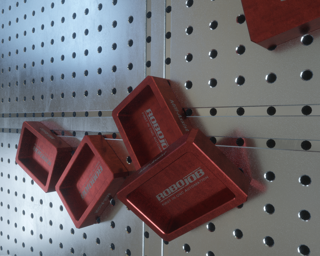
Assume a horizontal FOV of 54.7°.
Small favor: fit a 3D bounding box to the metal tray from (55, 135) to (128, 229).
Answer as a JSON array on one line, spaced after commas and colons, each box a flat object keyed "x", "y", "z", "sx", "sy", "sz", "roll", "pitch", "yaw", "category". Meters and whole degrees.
[{"x": -0.114, "y": 0.085, "z": 0.496, "sx": 0.090, "sy": 0.030, "sz": 0.129, "roll": 50, "pitch": 119, "yaw": 28, "category": "metal tray"}]

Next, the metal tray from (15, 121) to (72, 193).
[{"x": -0.223, "y": 0.051, "z": 0.586, "sx": 0.130, "sy": 0.030, "sz": 0.089, "roll": 29, "pitch": 108, "yaw": 36, "category": "metal tray"}]

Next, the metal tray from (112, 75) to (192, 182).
[{"x": -0.005, "y": 0.008, "z": 0.408, "sx": 0.090, "sy": 0.030, "sz": 0.130, "roll": -40, "pitch": 66, "yaw": 32, "category": "metal tray"}]

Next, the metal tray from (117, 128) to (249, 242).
[{"x": 0.023, "y": 0.070, "z": 0.356, "sx": 0.090, "sy": 0.030, "sz": 0.129, "roll": 45, "pitch": 122, "yaw": -8, "category": "metal tray"}]

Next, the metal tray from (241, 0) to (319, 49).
[{"x": 0.123, "y": -0.156, "z": 0.304, "sx": 0.090, "sy": 0.030, "sz": 0.129, "roll": -17, "pitch": 79, "yaw": 38, "category": "metal tray"}]
